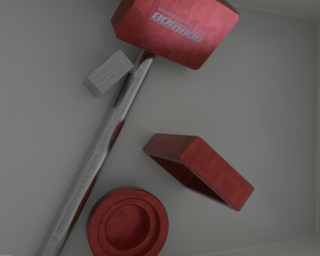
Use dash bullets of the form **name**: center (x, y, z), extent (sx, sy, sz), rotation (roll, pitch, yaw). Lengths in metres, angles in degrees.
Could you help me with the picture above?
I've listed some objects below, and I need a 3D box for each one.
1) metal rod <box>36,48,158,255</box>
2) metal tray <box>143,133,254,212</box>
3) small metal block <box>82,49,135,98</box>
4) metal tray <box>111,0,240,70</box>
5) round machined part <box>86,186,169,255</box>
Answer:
- **metal rod**: center (-0.075, 0.031, 0.383), extent (0.025, 0.025, 0.299), rotation (28, 81, -18)
- **metal tray**: center (0.038, 0.047, 0.370), extent (0.090, 0.130, 0.030), rotation (42, 77, -16)
- **small metal block**: center (-0.064, -0.065, 0.374), extent (0.050, 0.050, 0.025), rotation (-44, 104, -15)
- **metal tray**: center (0.020, -0.129, 0.370), extent (0.131, 0.030, 0.090), rotation (14, 129, -36)
- **round machined part**: center (-0.042, 0.121, 0.387), extent (0.099, 0.042, 0.097), rotation (0, 90, -21)
